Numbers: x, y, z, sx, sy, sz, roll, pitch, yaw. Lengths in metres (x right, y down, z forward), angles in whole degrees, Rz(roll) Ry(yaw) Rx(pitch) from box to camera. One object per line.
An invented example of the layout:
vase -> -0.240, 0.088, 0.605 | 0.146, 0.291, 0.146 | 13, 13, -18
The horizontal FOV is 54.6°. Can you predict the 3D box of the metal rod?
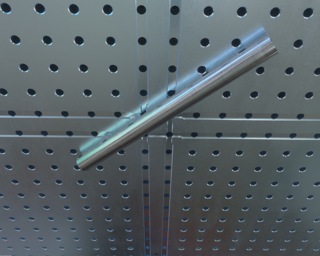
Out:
metal rod -> 0.005, -0.020, 0.394 | 0.299, 0.025, 0.025 | -31, 124, 24
